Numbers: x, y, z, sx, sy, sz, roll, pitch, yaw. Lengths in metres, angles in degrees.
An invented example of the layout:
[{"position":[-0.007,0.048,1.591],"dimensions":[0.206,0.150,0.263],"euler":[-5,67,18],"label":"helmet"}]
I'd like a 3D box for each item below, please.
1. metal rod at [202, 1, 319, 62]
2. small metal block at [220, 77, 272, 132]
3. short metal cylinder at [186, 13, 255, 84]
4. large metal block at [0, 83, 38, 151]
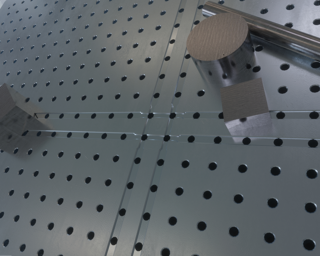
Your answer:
[{"position":[0.166,-0.111,0.389],"dimensions":[0.025,0.025,0.300],"euler":[-47,51,-5],"label":"metal rod"},{"position":[0.102,-0.027,0.371],"dimensions":[0.050,0.025,0.050],"euler":[-13,56,20],"label":"small metal block"},{"position":[0.082,-0.106,0.414],"dimensions":[0.080,0.050,0.080],"euler":[-13,56,21],"label":"short metal cylinder"},{"position":[-0.276,-0.020,0.550],"dimensions":[0.080,0.050,0.080],"euler":[-43,51,-2],"label":"large metal block"}]
